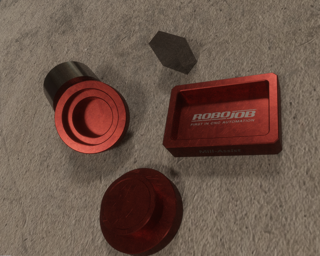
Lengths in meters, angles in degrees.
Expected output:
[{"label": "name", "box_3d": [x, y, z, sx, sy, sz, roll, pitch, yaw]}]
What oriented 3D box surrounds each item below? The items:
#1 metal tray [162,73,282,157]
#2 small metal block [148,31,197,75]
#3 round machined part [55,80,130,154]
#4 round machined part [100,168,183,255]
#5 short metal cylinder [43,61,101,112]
[{"label": "metal tray", "box_3d": [0.074, -0.013, 0.369, 0.130, 0.030, 0.090, -4, 60, 25]}, {"label": "small metal block", "box_3d": [0.019, -0.108, 0.443, 0.050, 0.050, 0.025, 29, 78, 37]}, {"label": "round machined part", "box_3d": [-0.089, -0.014, 0.428, 0.099, 0.042, 0.097, 0, 89, 7]}, {"label": "round machined part", "box_3d": [-0.027, 0.090, 0.351, 0.098, 0.042, 0.098, -13, 56, 20]}, {"label": "short metal cylinder", "box_3d": [-0.127, -0.053, 0.464, 0.080, 0.080, 0.050, -42, 49, -1]}]
